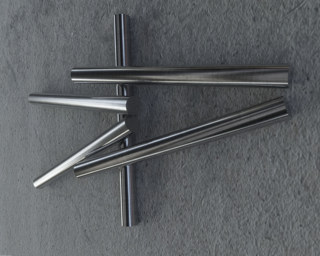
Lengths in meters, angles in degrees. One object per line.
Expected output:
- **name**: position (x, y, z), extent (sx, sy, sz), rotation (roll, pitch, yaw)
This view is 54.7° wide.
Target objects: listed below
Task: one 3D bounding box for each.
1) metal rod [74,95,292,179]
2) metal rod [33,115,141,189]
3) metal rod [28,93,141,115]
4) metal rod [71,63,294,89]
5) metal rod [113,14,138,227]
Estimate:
- **metal rod**: position (0.004, 0.021, 0.381), extent (0.300, 0.025, 0.025), rotation (-19, 78, 31)
- **metal rod**: position (-0.133, 0.050, 0.495), extent (0.299, 0.025, 0.025), rotation (-29, 72, 41)
- **metal rod**: position (-0.139, -0.043, 0.500), extent (0.300, 0.025, 0.025), rotation (8, 95, 45)
- **metal rod**: position (0.002, -0.065, 0.382), extent (0.300, 0.025, 0.025), rotation (6, 94, 33)
- **metal rod**: position (-0.050, -0.012, 0.445), extent (0.025, 0.025, 0.298), rotation (-4, 87, 39)
